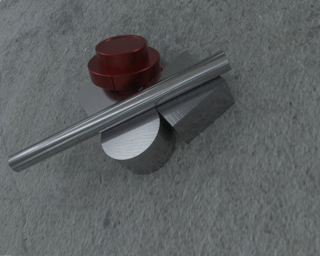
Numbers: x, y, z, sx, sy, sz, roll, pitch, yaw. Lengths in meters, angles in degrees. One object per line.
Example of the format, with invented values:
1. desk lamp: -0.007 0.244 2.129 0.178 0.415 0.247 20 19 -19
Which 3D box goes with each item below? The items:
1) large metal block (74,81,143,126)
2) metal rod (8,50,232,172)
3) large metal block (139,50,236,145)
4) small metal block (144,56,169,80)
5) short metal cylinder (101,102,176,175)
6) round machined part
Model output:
1. large metal block: -0.063 -0.039 0.443 0.080 0.050 0.080 -41 51 0
2. metal rod: -0.058 -0.015 0.379 0.301 0.025 0.025 -25 53 12
3. large metal block: 0.034 -0.040 0.395 0.080 0.050 0.080 -41 51 0
4. small metal block: -0.001 -0.068 0.445 0.050 0.025 0.050 -40 51 0
5. short metal cylinder: -0.027 0.013 0.393 0.080 0.050 0.080 -13 56 20
6. round machined part: -0.049 -0.094 0.420 0.099 0.042 0.098 -4 37 3
